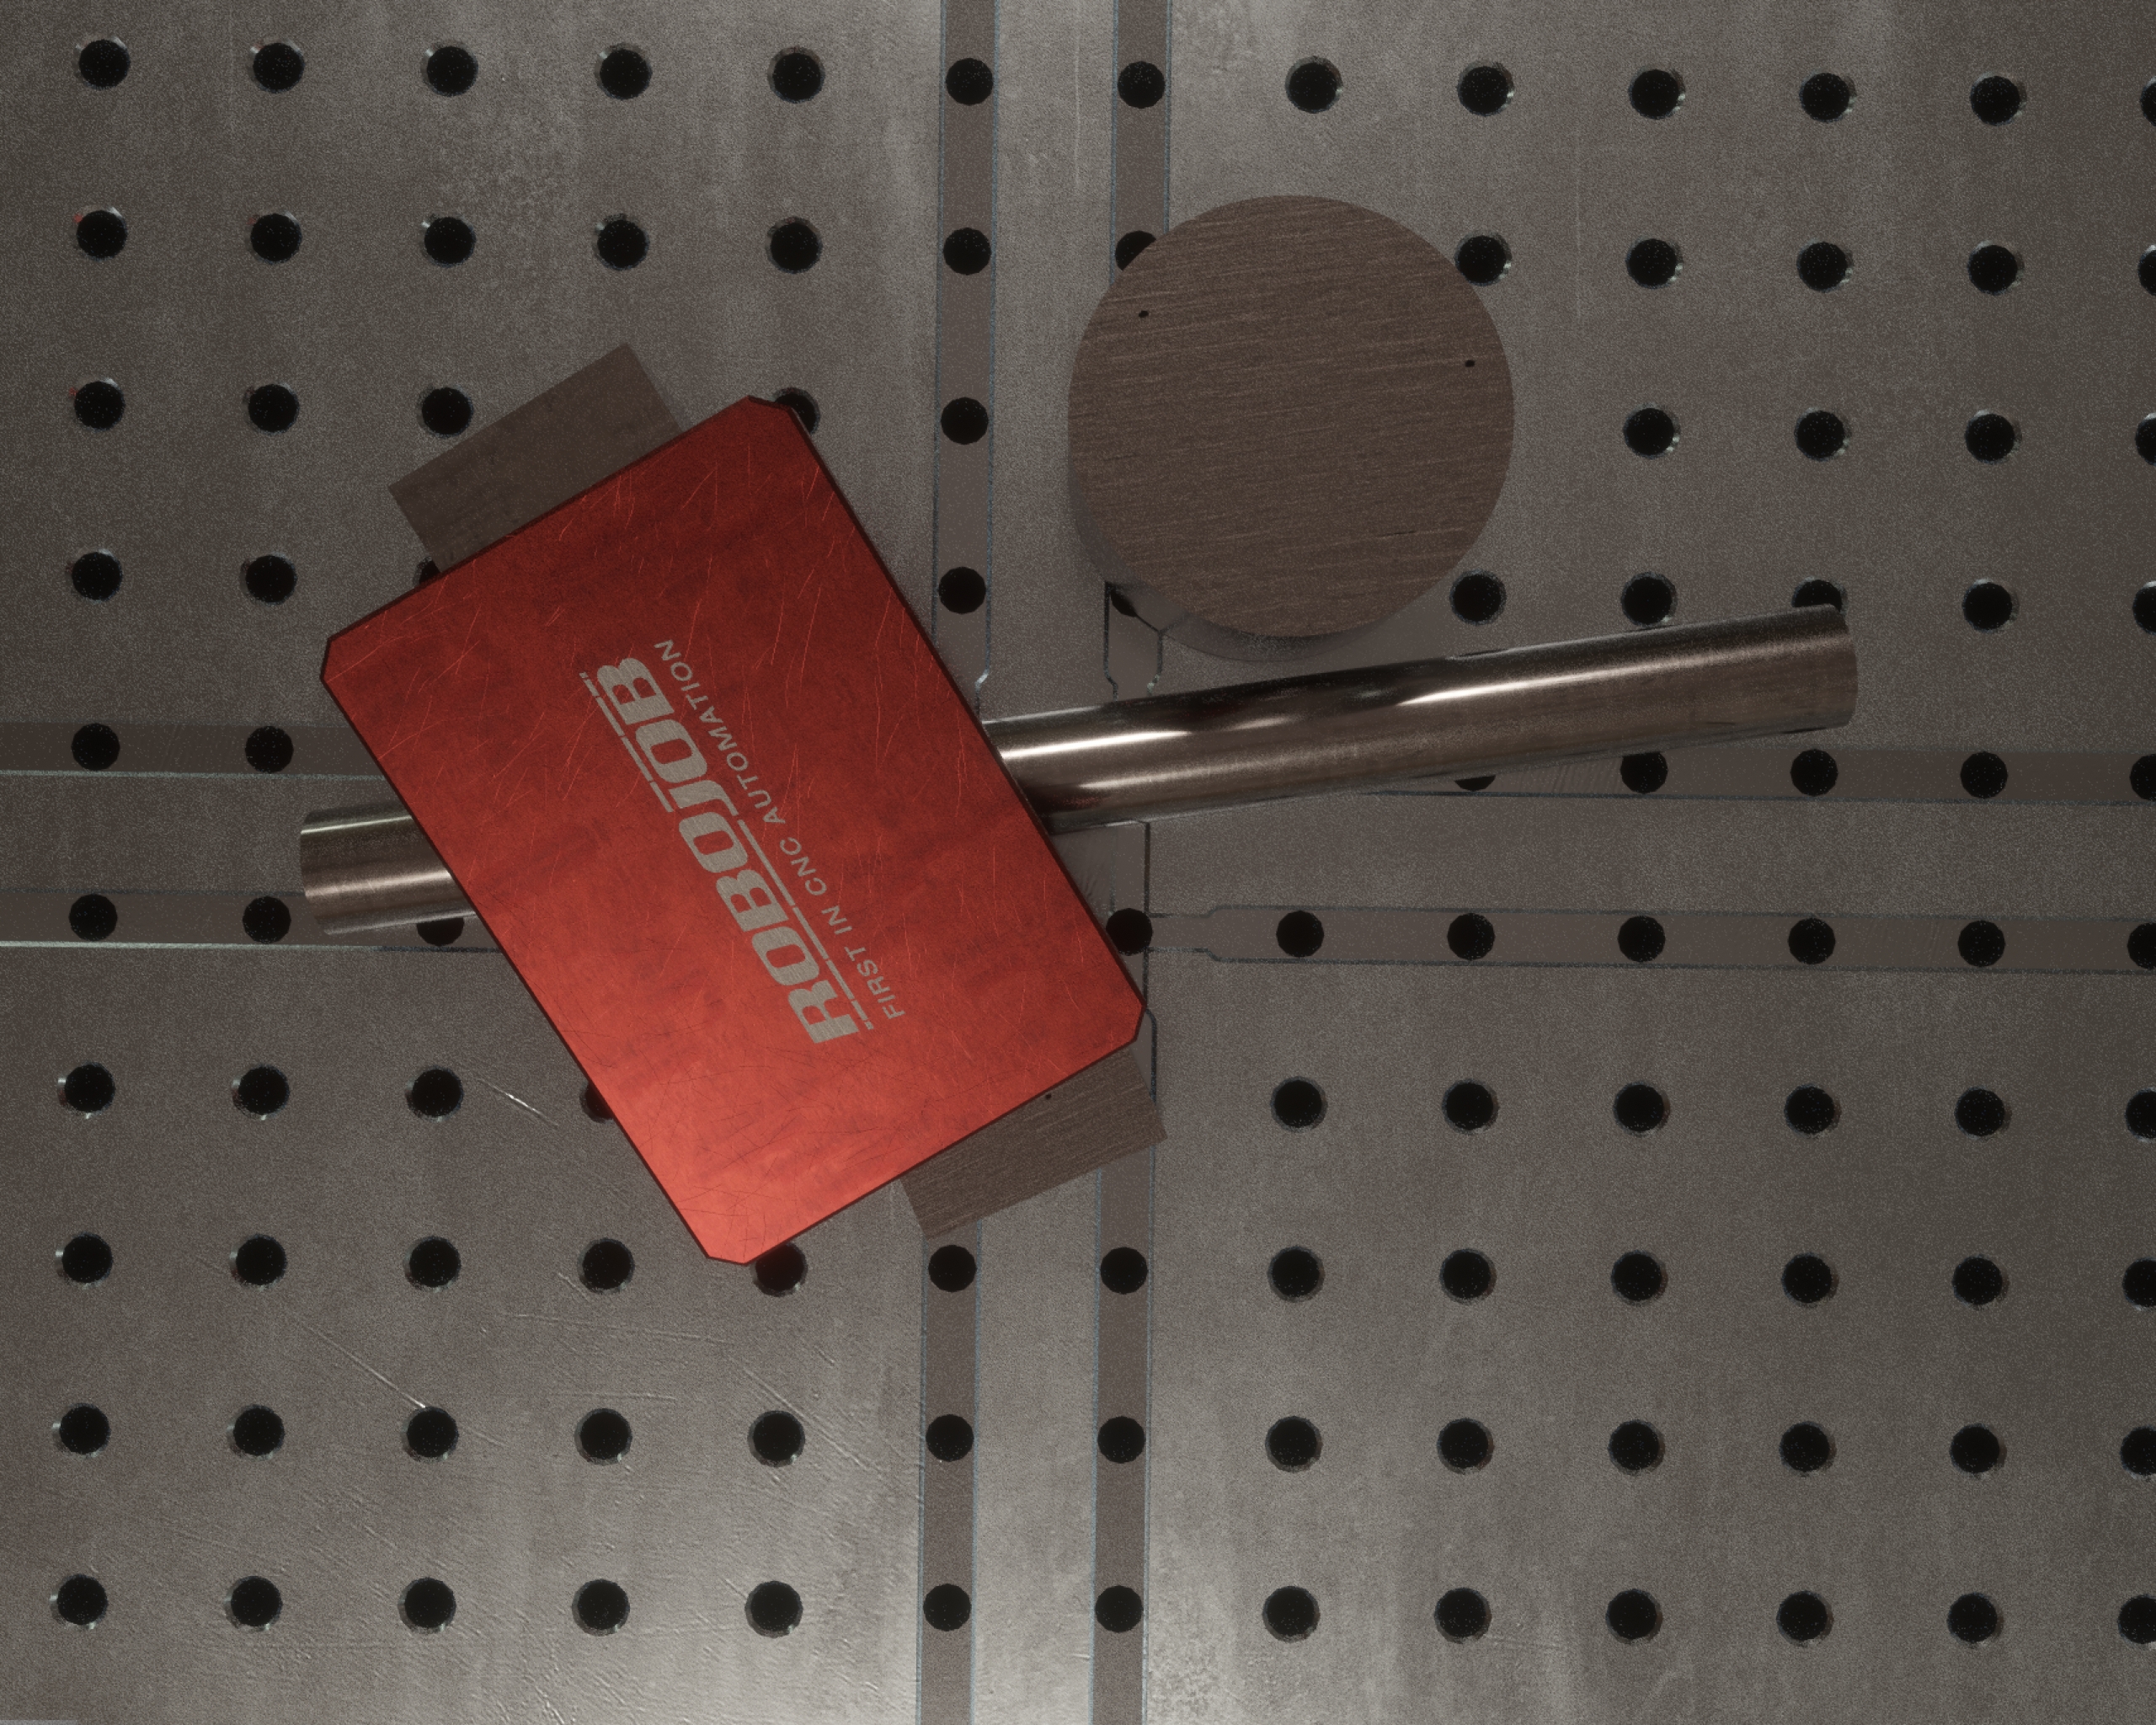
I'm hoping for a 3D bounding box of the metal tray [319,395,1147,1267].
[{"bbox_3d":[-0.058,-0.005,0.371,0.090,0.030,0.130,-31,102,0],"label":"metal tray"}]

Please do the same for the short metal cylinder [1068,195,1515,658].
[{"bbox_3d":[0.038,-0.081,0.401,0.081,0.050,0.079,0,90,-1],"label":"short metal cylinder"}]

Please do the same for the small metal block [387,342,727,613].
[{"bbox_3d":[-0.096,-0.070,0.399,0.050,0.050,0.025,-32,90,0],"label":"small metal block"}]

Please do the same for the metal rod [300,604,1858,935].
[{"bbox_3d":[0.001,-0.019,0.413,0.302,0.025,0.025,-8,90,-1],"label":"metal rod"}]

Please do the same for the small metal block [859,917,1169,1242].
[{"bbox_3d":[-0.016,0.040,0.412,0.050,0.025,0.050,-23,90,-1],"label":"small metal block"}]
